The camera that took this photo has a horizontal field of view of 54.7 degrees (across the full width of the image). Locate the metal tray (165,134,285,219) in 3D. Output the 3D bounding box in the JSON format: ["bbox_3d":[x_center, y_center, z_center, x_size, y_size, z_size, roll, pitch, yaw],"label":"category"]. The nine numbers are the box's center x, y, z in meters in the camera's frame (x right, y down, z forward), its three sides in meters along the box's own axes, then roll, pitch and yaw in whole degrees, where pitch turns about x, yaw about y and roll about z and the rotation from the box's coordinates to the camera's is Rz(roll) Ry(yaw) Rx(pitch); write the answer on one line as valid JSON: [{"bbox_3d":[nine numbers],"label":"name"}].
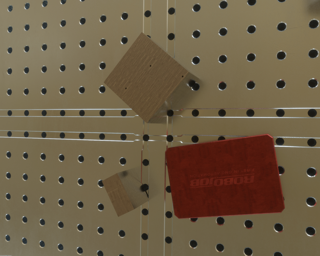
[{"bbox_3d":[0.078,0.060,0.382,0.130,0.030,0.089,-9,87,19],"label":"metal tray"}]

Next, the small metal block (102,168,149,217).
[{"bbox_3d":[-0.045,0.085,0.415,0.025,0.050,0.050,-30,81,18],"label":"small metal block"}]

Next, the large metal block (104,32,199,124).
[{"bbox_3d":[-0.011,-0.062,0.403,0.080,0.050,0.080,43,103,14],"label":"large metal block"}]
